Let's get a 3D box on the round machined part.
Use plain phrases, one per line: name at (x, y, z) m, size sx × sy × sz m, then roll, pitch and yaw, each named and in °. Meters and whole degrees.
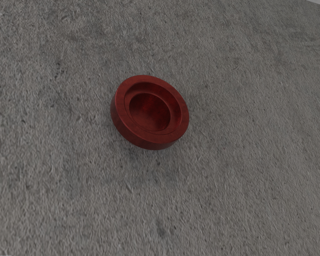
round machined part at (-0.016, -0.016, 0.393) m, size 0.099 × 0.042 × 0.098 m, roll 13°, pitch 56°, yaw -21°
